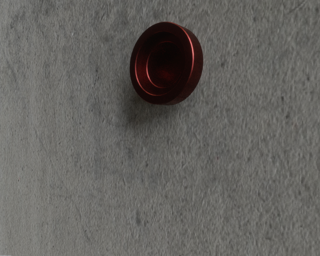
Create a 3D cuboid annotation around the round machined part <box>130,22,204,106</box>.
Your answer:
[{"bbox_3d":[0.012,-0.076,0.382,0.098,0.042,0.097,0,90,39],"label":"round machined part"}]
